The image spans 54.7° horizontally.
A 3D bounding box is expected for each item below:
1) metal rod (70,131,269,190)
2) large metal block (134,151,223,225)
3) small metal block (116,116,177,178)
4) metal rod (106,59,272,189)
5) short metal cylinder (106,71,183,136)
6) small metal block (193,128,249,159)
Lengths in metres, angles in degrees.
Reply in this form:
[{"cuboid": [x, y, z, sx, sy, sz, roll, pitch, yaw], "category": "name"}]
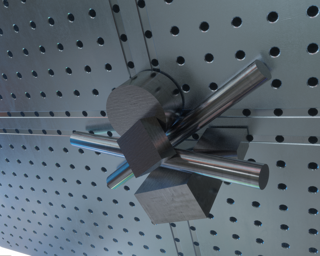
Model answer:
[{"cuboid": [-0.016, 0.032, 0.389, 0.300, 0.025, 0.025, 7, 123, 40], "category": "metal rod"}, {"cuboid": [0.027, 0.074, 0.401, 0.080, 0.080, 0.050, -19, 108, 35], "category": "large metal block"}, {"cuboid": [-0.017, 0.022, 0.353, 0.050, 0.025, 0.050, -41, 73, 39], "category": "small metal block"}, {"cuboid": [0.015, 0.014, 0.408, 0.025, 0.025, 0.299, 47, 129, -5], "category": "metal rod"}, {"cuboid": [-0.019, -0.025, 0.385, 0.080, 0.050, 0.079, 13, 123, 21], "category": "short metal cylinder"}, {"cuboid": [0.073, 0.023, 0.366, 0.050, 0.050, 0.025, 1, 119, 29], "category": "small metal block"}]
